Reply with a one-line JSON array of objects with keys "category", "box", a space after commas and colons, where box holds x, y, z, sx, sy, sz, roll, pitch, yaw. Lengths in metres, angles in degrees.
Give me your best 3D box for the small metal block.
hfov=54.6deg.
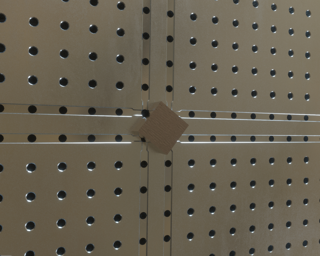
[{"category": "small metal block", "box": [0.001, 0.000, 0.413, 0.050, 0.025, 0.050, 40, 77, -16]}]
